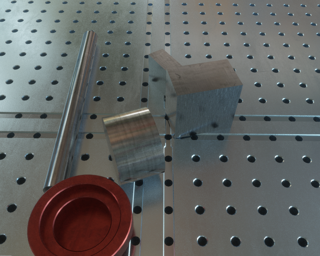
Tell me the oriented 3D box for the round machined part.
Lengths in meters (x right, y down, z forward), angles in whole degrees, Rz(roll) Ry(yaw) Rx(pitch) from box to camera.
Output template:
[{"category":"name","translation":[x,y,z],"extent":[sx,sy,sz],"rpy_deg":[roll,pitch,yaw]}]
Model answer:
[{"category":"round machined part","translation":[-0.076,0.100,0.312],"extent":[0.099,0.042,0.098],"rpy_deg":[0,50,0]}]

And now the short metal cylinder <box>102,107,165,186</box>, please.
[{"category":"short metal cylinder","translation":[-0.031,0.020,0.354],"extent":[0.050,0.080,0.080],"rpy_deg":[-15,52,-13]}]

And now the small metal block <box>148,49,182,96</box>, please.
[{"category":"small metal block","translation":[0.008,-0.080,0.459],"extent":[0.025,0.050,0.050],"rpy_deg":[-28,56,-21]}]

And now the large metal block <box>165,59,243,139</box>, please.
[{"category":"large metal block","translation":[0.053,-0.037,0.404],"extent":[0.081,0.080,0.050],"rpy_deg":[-10,51,-9]}]

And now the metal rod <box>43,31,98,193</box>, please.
[{"category":"metal rod","translation":[-0.119,-0.044,0.442],"extent":[0.025,0.025,0.300],"rpy_deg":[0,50,-1]}]
